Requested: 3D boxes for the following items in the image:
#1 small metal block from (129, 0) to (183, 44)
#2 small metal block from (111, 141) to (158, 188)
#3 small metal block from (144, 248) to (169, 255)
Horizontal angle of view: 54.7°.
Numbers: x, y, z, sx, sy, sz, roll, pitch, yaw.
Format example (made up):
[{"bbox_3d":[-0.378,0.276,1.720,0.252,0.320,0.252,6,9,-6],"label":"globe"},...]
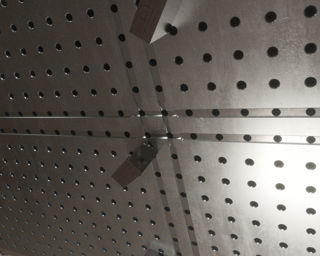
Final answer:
[{"bbox_3d":[-0.002,-0.121,0.320,0.025,0.050,0.050,33,129,6],"label":"small metal block"},{"bbox_3d":[-0.036,0.052,0.445,0.025,0.050,0.050,45,129,-3],"label":"small metal block"},{"bbox_3d":[-0.004,0.256,0.570,0.050,0.025,0.050,12,124,21],"label":"small metal block"}]
